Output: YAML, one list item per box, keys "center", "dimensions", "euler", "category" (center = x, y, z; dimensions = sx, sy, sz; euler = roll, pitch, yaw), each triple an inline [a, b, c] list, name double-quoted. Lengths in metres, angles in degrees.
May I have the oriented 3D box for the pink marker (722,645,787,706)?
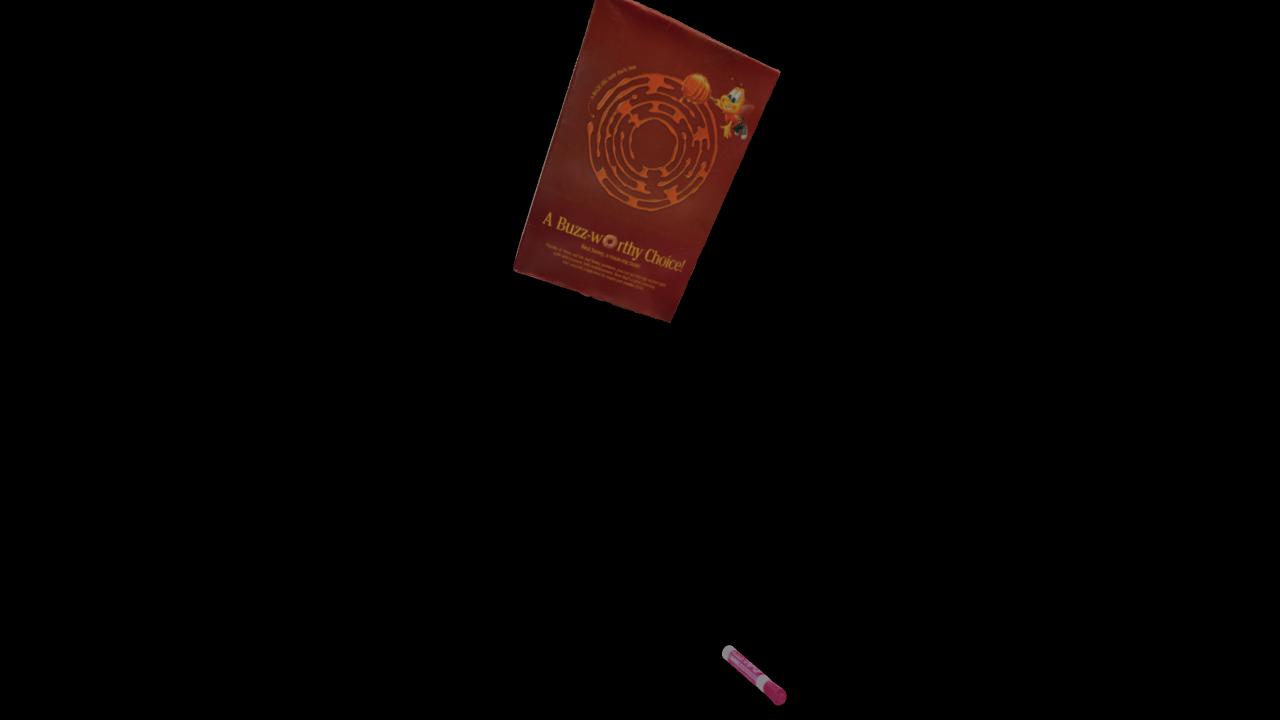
- center: [0.137, 0.381, 0.745]
  dimensions: [0.020, 0.020, 0.121]
  euler: [0, 0, -22]
  category: "pink marker"

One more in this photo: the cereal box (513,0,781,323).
- center: [-0.003, -0.215, 0.695]
  dimensions: [0.203, 0.306, 0.081]
  euler: [17, 23, -14]
  category: "cereal box"
